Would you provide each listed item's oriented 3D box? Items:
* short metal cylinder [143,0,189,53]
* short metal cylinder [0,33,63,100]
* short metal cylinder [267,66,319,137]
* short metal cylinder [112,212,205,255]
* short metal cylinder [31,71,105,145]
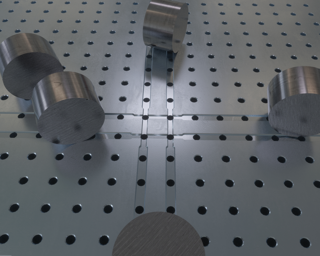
[{"bbox_3d":[0.011,-0.170,0.515,0.050,0.080,0.080,17,52,14],"label":"short metal cylinder"},{"bbox_3d":[-0.186,-0.088,0.444,0.081,0.080,0.050,-22,54,-18],"label":"short metal cylinder"},{"bbox_3d":[0.182,-0.033,0.400,0.080,0.080,0.050,8,51,6],"label":"short metal cylinder"},{"bbox_3d":[-0.001,0.125,0.286,0.081,0.050,0.080,0,50,0],"label":"short metal cylinder"},{"bbox_3d":[-0.116,-0.024,0.391,0.081,0.080,0.050,-18,52,-14],"label":"short metal cylinder"}]
